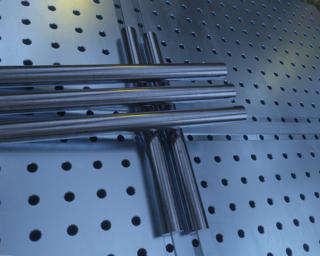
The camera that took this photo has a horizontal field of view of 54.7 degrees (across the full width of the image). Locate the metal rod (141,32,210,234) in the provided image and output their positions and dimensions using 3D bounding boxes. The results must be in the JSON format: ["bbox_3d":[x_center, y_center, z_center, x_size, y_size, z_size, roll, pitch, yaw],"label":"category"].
[{"bbox_3d":[0.014,-0.011,0.424,0.025,0.025,0.299,1,61,-28],"label":"metal rod"}]

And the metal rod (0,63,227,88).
[{"bbox_3d":[-0.047,-0.070,0.400,0.303,0.025,0.025,-6,65,-22],"label":"metal rod"}]

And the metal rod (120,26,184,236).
[{"bbox_3d":[-0.017,-0.014,0.409,0.025,0.025,0.299,1,61,-28],"label":"metal rod"}]

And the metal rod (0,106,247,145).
[{"bbox_3d":[-0.029,-0.007,0.371,0.303,0.025,0.025,-5,64,-21],"label":"metal rod"}]

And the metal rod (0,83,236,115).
[{"bbox_3d":[-0.038,-0.038,0.386,0.303,0.025,0.025,-5,64,-22],"label":"metal rod"}]
